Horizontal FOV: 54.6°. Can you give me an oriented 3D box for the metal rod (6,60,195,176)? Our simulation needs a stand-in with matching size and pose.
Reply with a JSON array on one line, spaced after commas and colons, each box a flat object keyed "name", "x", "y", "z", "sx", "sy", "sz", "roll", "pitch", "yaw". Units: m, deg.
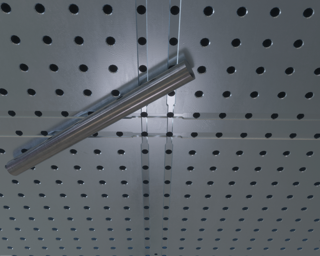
[{"name": "metal rod", "x": -0.091, "y": -0.004, "z": 0.407, "sx": 0.300, "sy": 0.025, "sz": 0.025, "roll": -27, "pitch": 125, "yaw": 21}]
